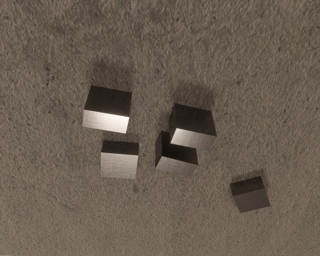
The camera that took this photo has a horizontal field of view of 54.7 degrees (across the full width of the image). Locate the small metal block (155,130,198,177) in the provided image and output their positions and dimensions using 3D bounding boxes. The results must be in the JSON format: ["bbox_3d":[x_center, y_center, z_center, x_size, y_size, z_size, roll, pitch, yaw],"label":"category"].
[{"bbox_3d":[0.022,0.035,0.421,0.050,0.050,0.025,15,128,-13],"label":"small metal block"}]

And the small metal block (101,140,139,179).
[{"bbox_3d":[-0.058,0.046,0.446,0.050,0.025,0.050,5,130,-5],"label":"small metal block"}]

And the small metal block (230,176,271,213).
[{"bbox_3d":[0.147,0.109,0.502,0.050,0.025,0.050,-18,128,14],"label":"small metal block"}]

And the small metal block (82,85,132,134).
[{"bbox_3d":[-0.062,-0.023,0.370,0.050,0.050,0.025,10,129,-9],"label":"small metal block"}]

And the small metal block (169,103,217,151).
[{"bbox_3d":[0.040,-0.002,0.390,0.050,0.050,0.025,12,129,-10],"label":"small metal block"}]
